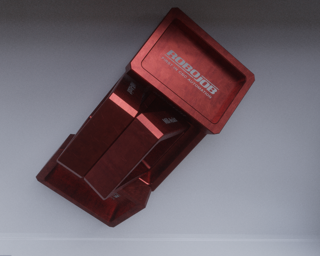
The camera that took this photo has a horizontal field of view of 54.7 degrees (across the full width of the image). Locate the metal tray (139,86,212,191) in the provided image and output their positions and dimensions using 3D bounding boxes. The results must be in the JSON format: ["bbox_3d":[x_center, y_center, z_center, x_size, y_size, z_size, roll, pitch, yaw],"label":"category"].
[{"bbox_3d":[-0.006,0.012,0.411,0.090,0.030,0.130,37,105,-13],"label":"metal tray"}]

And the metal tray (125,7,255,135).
[{"bbox_3d":[0.037,-0.064,0.365,0.130,0.030,0.090,37,80,-13],"label":"metal tray"}]

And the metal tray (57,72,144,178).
[{"bbox_3d":[-0.060,-0.012,0.347,0.030,0.130,0.090,39,106,-13],"label":"metal tray"}]

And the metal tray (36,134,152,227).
[{"bbox_3d":[-0.089,0.075,0.415,0.130,0.030,0.090,38,130,-14],"label":"metal tray"}]

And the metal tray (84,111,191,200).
[{"bbox_3d":[-0.018,0.024,0.349,0.030,0.130,0.090,45,105,9],"label":"metal tray"}]
